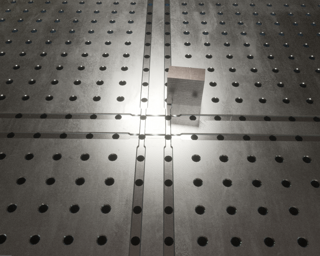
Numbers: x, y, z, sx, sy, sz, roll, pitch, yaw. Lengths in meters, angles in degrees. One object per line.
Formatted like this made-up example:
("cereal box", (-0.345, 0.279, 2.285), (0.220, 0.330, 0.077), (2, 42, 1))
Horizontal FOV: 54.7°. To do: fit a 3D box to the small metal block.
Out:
("small metal block", (0.036, -0.059, 0.442), (0.050, 0.050, 0.025), (6, 51, 4))
